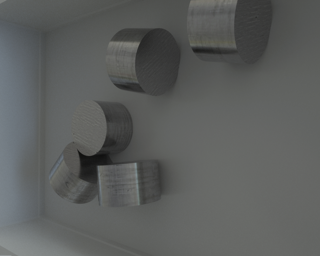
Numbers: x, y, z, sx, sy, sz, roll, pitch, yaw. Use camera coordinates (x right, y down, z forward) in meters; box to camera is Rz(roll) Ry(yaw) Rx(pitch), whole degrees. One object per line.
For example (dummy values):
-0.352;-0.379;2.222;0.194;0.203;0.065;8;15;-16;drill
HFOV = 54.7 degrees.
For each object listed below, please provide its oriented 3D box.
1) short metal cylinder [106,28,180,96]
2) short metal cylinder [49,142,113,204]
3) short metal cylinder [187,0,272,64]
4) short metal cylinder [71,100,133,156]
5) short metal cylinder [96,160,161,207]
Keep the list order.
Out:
-0.020;-0.083;0.386;0.050;0.081;0.079;15;100;39;short metal cylinder
-0.117;0.066;0.465;0.050;0.081;0.080;-50;61;28;short metal cylinder
0.071;-0.106;0.311;0.050;0.081;0.079;14;99;39;short metal cylinder
-0.086;0.000;0.459;0.080;0.050;0.079;0;90;39;short metal cylinder
-0.041;0.070;0.402;0.080;0.081;0.050;-8;85;39;short metal cylinder
